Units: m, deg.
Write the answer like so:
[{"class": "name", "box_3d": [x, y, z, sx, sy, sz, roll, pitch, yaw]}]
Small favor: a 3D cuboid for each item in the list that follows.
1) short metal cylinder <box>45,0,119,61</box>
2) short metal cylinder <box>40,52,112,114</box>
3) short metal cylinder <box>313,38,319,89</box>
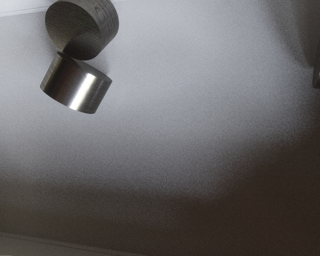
[{"class": "short metal cylinder", "box_3d": [-0.102, -0.137, 0.410, 0.080, 0.050, 0.079, 13, 136, 14]}, {"class": "short metal cylinder", "box_3d": [-0.112, -0.061, 0.420, 0.080, 0.080, 0.050, 34, 101, 16]}, {"class": "short metal cylinder", "box_3d": [0.191, -0.077, 0.314, 0.050, 0.080, 0.079, 10, 94, 19]}]
